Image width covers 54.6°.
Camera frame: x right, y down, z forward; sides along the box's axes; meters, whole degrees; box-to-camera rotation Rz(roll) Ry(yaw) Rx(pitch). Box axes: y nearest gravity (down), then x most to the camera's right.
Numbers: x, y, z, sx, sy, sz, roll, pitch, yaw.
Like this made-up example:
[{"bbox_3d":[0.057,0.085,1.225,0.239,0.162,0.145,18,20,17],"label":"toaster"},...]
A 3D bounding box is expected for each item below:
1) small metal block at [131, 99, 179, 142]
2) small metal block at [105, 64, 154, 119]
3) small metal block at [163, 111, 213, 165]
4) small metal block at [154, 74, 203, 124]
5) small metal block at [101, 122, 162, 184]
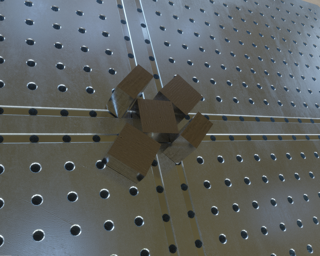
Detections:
[{"bbox_3d":[-0.007,-0.009,0.409,0.050,0.025,0.050,3,59,-25],"label":"small metal block"},{"bbox_3d":[-0.040,-0.046,0.398,0.025,0.050,0.050,38,52,-4],"label":"small metal block"},{"bbox_3d":[0.036,0.013,0.402,0.025,0.050,0.050,41,51,0],"label":"small metal block"},{"bbox_3d":[0.026,-0.042,0.447,0.050,0.025,0.050,43,51,1],"label":"small metal block"},{"bbox_3d":[-0.033,0.030,0.371,0.050,0.025,0.050,33,51,-7],"label":"small metal block"}]
